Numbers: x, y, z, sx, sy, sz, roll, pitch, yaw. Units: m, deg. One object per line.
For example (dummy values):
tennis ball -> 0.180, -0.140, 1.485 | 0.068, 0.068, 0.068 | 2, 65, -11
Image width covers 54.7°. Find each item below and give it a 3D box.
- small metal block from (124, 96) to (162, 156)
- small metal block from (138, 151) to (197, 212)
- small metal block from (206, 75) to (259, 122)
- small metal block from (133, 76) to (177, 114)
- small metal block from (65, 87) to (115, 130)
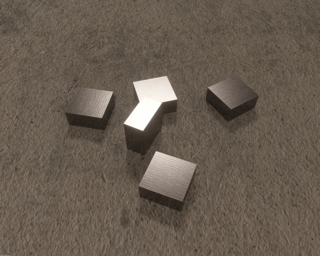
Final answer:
small metal block -> -0.020, -0.002, 0.389 | 0.025, 0.050, 0.050 | 20, 53, 16
small metal block -> 0.009, 0.060, 0.353 | 0.050, 0.025, 0.050 | 17, 52, 13
small metal block -> 0.102, -0.043, 0.441 | 0.050, 0.025, 0.050 | -26, 55, -21
small metal block -> -0.008, -0.044, 0.440 | 0.050, 0.025, 0.050 | -12, 51, -11
small metal block -> -0.094, -0.027, 0.425 | 0.050, 0.025, 0.050 | 9, 51, 7
